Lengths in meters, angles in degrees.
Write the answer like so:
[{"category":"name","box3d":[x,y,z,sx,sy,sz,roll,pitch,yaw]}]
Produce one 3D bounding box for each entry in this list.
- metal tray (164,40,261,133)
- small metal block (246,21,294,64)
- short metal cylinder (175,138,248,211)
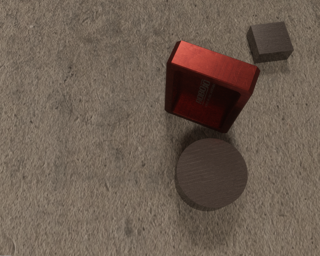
[{"category":"metal tray","box3d":[0.054,-0.041,0.368,0.090,0.130,0.030,21,72,7]},{"category":"small metal block","box3d":[0.161,-0.126,0.456,0.050,0.025,0.050,-8,70,-3]},{"category":"short metal cylinder","box3d":[0.059,0.058,0.374,0.081,0.050,0.080,0,70,0]}]
